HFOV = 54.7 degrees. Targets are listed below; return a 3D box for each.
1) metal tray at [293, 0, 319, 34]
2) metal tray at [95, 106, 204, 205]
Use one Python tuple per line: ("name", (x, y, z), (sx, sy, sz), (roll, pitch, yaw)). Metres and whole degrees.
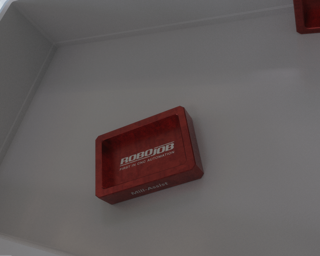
("metal tray", (0.194, -0.162, 0.335), (0.090, 0.130, 0.030), (4, 64, 30))
("metal tray", (-0.018, 0.035, 0.390), (0.130, 0.030, 0.090), (-20, 54, 16))
